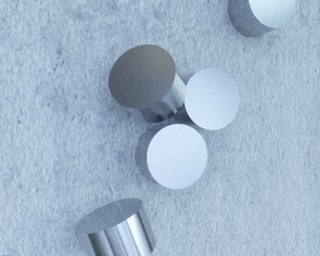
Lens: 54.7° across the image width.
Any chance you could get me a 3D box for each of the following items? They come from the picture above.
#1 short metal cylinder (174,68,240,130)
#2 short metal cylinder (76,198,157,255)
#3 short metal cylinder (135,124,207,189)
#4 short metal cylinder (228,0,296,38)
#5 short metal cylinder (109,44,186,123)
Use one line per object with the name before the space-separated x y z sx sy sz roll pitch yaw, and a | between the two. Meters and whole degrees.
short metal cylinder | 0.059 -0.037 0.419 0.081 0.050 0.079 0 90 -21
short metal cylinder | -0.050 0.124 0.362 0.081 0.080 0.050 -22 98 -19
short metal cylinder | 0.014 0.035 0.402 0.081 0.050 0.079 0 90 -21
short metal cylinder | 0.147 -0.179 0.452 0.081 0.050 0.079 0 90 -21
short metal cylinder | -0.014 -0.051 0.370 0.080 0.050 0.080 -6 71 17
